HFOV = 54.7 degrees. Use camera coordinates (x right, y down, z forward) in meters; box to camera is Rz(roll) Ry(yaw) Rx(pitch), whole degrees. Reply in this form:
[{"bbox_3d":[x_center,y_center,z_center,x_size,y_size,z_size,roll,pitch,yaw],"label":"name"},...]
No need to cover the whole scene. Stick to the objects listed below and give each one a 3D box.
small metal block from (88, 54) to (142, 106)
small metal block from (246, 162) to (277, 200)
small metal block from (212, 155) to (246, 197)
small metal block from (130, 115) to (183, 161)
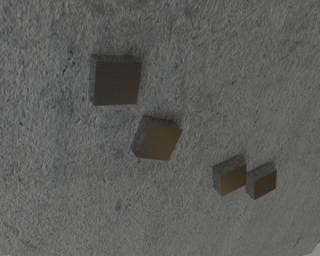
[{"bbox_3d":[-0.051,-0.053,0.346,0.050,0.025,0.050,-5,121,-26],"label":"small metal block"},{"bbox_3d":[0.185,0.098,0.568,0.050,0.025,0.050,-24,127,-14],"label":"small metal block"},{"bbox_3d":[0.117,0.081,0.520,0.050,0.025,0.050,-22,127,-15],"label":"small metal block"},{"bbox_3d":[-0.005,0.014,0.413,0.050,0.025,0.050,10,114,-33],"label":"small metal block"}]
